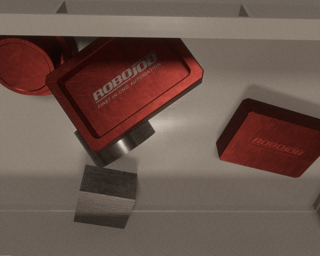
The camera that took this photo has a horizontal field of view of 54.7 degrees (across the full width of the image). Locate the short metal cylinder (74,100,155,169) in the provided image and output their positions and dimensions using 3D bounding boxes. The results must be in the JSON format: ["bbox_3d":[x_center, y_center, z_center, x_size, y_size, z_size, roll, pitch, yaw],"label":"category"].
[{"bbox_3d":[-0.053,0.005,0.367,0.080,0.080,0.050,-31,95,23],"label":"short metal cylinder"}]

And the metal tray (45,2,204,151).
[{"bbox_3d":[-0.034,-0.048,0.307,0.130,0.030,0.090,-35,86,4],"label":"metal tray"}]

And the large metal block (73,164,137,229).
[{"bbox_3d":[-0.085,0.109,0.484,0.081,0.050,0.079,12,129,-11],"label":"large metal block"}]

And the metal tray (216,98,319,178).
[{"bbox_3d":[0.155,0.017,0.423,0.131,0.030,0.089,14,129,-13],"label":"metal tray"}]

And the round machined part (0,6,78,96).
[{"bbox_3d":[-0.141,-0.074,0.332,0.099,0.042,0.097,-1,130,0],"label":"round machined part"}]
